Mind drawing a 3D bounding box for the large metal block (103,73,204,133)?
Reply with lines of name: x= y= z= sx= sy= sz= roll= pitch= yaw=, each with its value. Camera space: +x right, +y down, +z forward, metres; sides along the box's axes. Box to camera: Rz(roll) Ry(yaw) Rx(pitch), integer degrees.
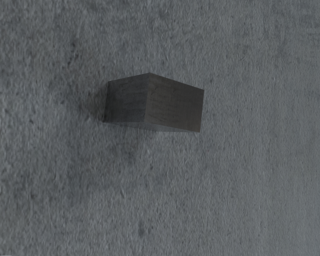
large metal block: x=-0.008 y=-0.025 z=0.361 sx=0.081 sy=0.080 sz=0.050 roll=10 pitch=84 yaw=-40
